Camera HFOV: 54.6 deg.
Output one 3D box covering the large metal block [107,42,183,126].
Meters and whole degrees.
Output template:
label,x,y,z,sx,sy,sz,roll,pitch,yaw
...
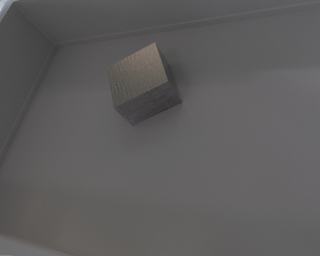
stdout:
label,x,y,z,sx,sy,sz,roll,pitch,yaw
large metal block,-0.023,-0.062,0.441,0.080,0.050,0.080,-25,53,13
